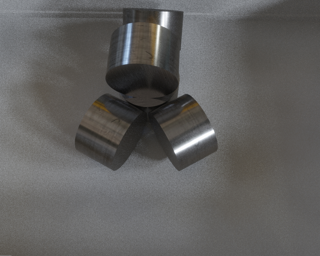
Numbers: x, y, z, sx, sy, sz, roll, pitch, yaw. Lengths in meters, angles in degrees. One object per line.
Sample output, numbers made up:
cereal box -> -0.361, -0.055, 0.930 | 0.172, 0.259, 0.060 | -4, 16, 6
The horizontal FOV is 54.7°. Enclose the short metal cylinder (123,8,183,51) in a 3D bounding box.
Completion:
short metal cylinder -> -0.010, -0.134, 0.421 | 0.080, 0.080, 0.050 | 4, 113, 1

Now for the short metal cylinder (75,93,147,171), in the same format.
short metal cylinder -> -0.058, 0.005, 0.376 | 0.050, 0.080, 0.080 | 28, 72, 10

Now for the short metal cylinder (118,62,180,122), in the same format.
short metal cylinder -> -0.015, -0.055, 0.413 | 0.081, 0.050, 0.080 | 0, 70, 0

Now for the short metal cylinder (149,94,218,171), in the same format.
short metal cylinder -> 0.027, 0.005, 0.377 | 0.050, 0.080, 0.080 | -27, 73, -9

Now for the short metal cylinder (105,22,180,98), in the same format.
short metal cylinder -> -0.018, -0.074, 0.352 | 0.080, 0.080, 0.050 | 3, 70, 1
